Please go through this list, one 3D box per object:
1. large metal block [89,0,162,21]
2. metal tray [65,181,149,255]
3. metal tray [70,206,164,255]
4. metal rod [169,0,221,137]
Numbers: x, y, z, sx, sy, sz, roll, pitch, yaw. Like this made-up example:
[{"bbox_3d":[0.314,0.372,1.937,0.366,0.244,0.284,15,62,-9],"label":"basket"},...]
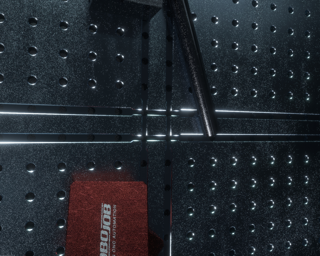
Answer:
[{"bbox_3d":[-0.041,-0.187,0.384,0.081,0.050,0.080,4,89,-20],"label":"large metal block"},{"bbox_3d":[-0.060,0.129,0.356,0.091,0.030,0.130,2,68,-10],"label":"metal tray"},{"bbox_3d":[-0.068,0.172,0.385,0.090,0.030,0.130,39,78,-16],"label":"metal tray"},{"bbox_3d":[0.035,-0.134,0.425,0.025,0.025,0.298,-17,96,-19],"label":"metal rod"}]
